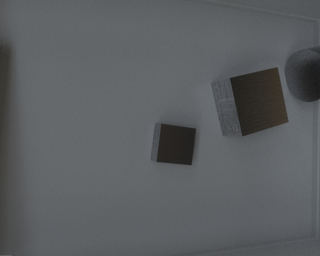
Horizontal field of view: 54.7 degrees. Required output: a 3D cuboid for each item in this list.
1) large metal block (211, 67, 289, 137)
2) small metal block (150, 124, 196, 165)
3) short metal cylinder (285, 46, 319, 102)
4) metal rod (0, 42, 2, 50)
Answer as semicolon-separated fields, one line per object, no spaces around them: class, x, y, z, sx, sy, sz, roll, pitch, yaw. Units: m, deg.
large metal block;0.129;-0.037;0.446;0.081;0.050;0.080;-15;95;-20
small metal block;0.018;0.022;0.418;0.050;0.025;0.050;8;87;-20
short metal cylinder;0.241;-0.084;0.472;0.050;0.080;0.080;-16;96;-20
metal rod;-0.205;0.037;0.275;0.025;0.025;0.299;18;61;-20
